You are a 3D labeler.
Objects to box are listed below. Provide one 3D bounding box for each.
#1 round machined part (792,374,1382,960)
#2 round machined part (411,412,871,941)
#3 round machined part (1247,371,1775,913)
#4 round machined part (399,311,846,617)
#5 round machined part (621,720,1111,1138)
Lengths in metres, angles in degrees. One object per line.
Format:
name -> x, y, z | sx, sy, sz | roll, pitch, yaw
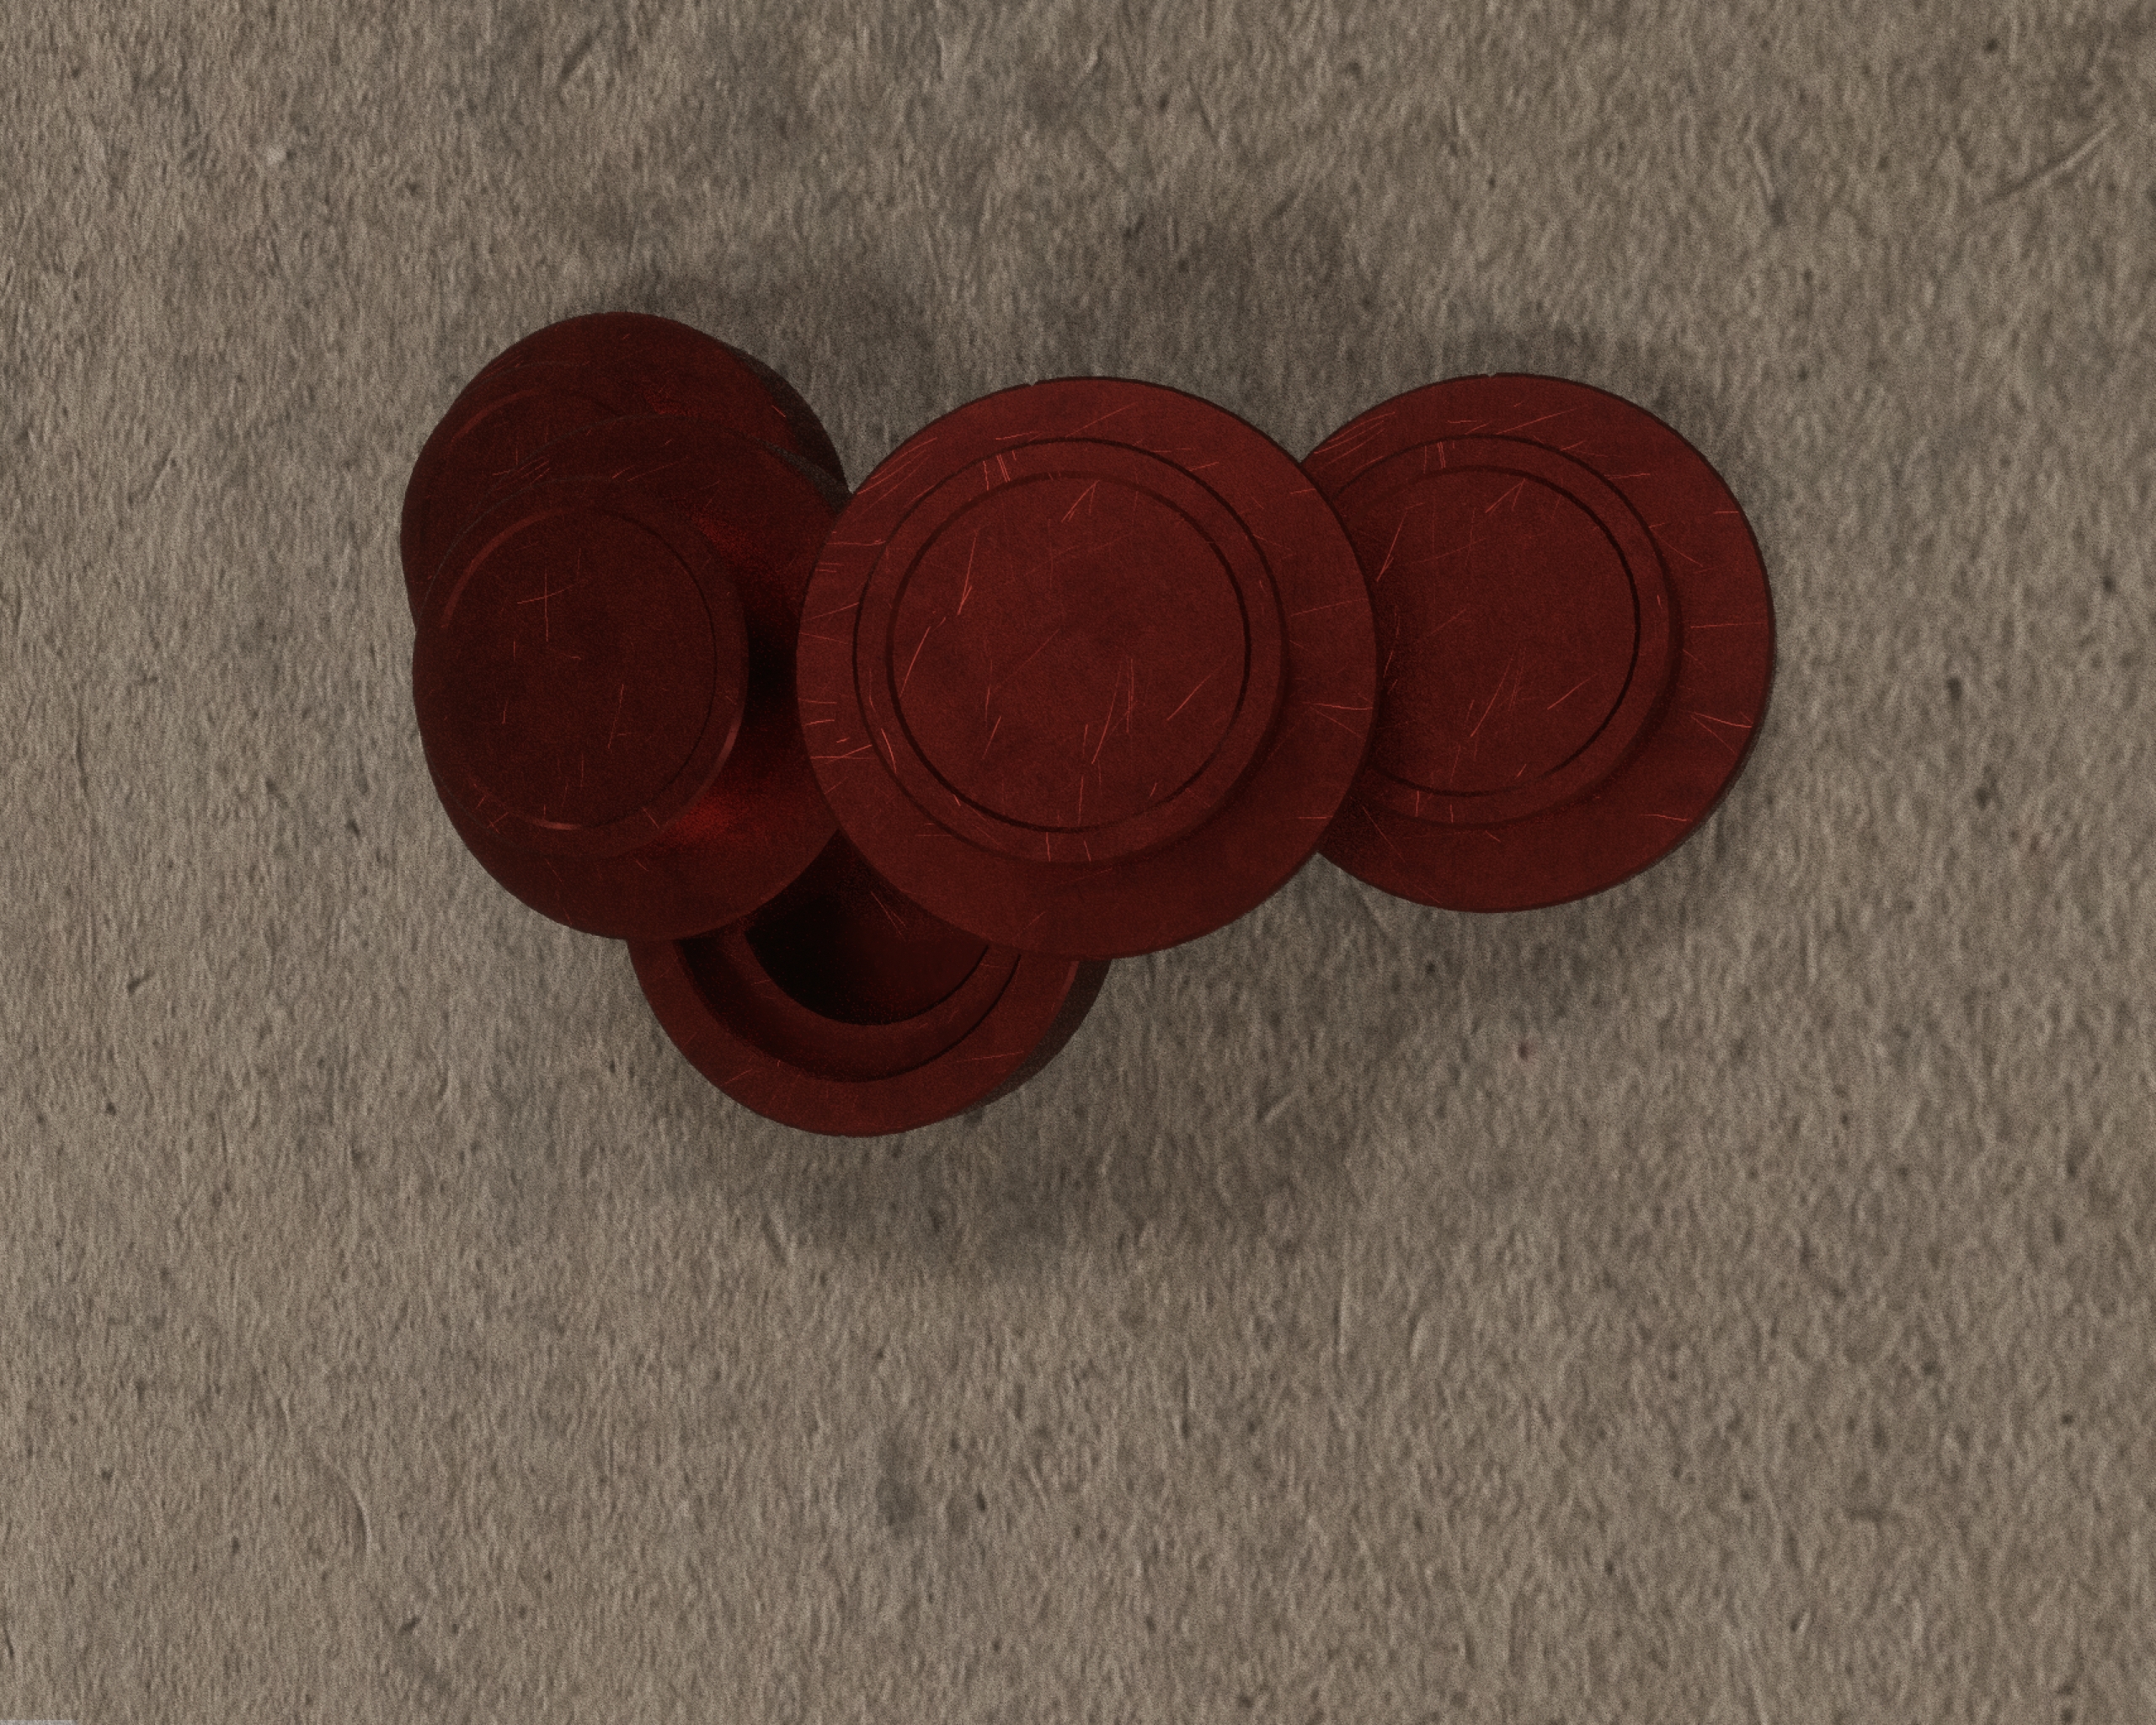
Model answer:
round machined part -> 0.001, -0.033, 0.345 | 0.099, 0.042, 0.097 | 0, 89, 6
round machined part -> -0.081, -0.034, 0.384 | 0.098, 0.042, 0.097 | 0, 90, 19
round machined part -> 0.073, -0.040, 0.374 | 0.098, 0.042, 0.097 | 0, 90, 19
round machined part -> -0.100, -0.066, 0.434 | 0.098, 0.042, 0.097 | 0, 90, 19
round machined part -> -0.037, 0.003, 0.413 | 0.098, 0.042, 0.097 | 0, 90, 19
